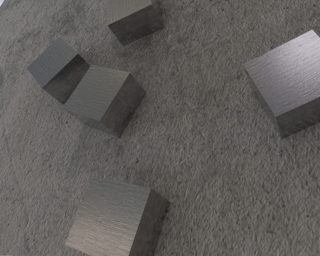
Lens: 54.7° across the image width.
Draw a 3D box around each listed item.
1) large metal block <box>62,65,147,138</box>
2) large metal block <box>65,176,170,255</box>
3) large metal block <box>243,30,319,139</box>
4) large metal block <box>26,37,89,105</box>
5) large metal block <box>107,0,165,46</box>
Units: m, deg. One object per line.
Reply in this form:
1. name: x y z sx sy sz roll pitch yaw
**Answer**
1. large metal block: -0.081 -0.041 0.455 0.080 0.050 0.080 18 71 35
2. large metal block: -0.045 0.106 0.347 0.080 0.050 0.080 5 64 30
3. large metal block: 0.149 -0.047 0.338 0.080 0.050 0.080 -26 53 12
4. large metal block: -0.173 -0.101 0.541 0.080 0.050 0.080 -45 51 -3
5. large metal block: -0.043 -0.200 0.534 0.080 0.050 0.080 -19 54 17
